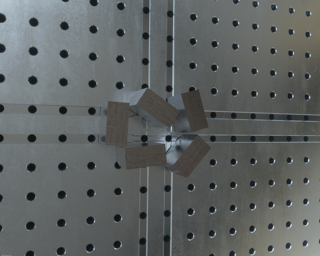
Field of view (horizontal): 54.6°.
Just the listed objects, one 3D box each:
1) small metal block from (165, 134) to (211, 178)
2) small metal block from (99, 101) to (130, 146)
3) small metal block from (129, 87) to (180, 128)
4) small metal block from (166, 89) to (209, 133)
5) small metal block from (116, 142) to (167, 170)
[{"bbox_3d":[0.033,0.035,0.410,0.025,0.050,0.050,44,76,-14],"label":"small metal block"},{"bbox_3d":[-0.057,-0.005,0.378,0.025,0.050,0.050,4,89,-20],"label":"small metal block"},{"bbox_3d":[-0.010,-0.024,0.395,0.050,0.050,0.025,35,80,-17],"label":"small metal block"},{"bbox_3d":[0.035,-0.021,0.411,0.025,0.050,0.050,-17,95,-19],"label":"small metal block"},{"bbox_3d":[-0.025,0.034,0.390,0.050,0.050,0.025,-5,92,-20],"label":"small metal block"}]
